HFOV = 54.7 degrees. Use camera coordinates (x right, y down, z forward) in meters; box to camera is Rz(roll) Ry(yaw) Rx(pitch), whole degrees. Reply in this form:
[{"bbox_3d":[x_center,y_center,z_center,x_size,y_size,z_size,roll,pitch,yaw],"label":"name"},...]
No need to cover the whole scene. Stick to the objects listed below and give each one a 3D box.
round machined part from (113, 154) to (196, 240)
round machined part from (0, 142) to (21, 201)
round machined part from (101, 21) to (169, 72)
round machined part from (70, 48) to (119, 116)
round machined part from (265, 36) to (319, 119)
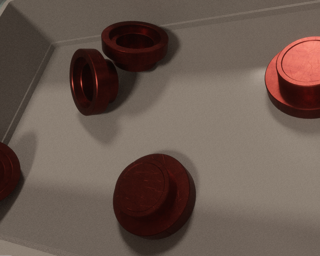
[{"bbox_3d":[-0.012,0.074,0.355,0.098,0.042,0.098,-13,56,20],"label":"round machined part"},{"bbox_3d":[-0.265,0.067,0.466,0.042,0.098,0.098,-20,44,61],"label":"round machined part"},{"bbox_3d":[-0.038,-0.121,0.469,0.099,0.042,0.098,3,44,-3],"label":"round machined part"},{"bbox_3d":[-0.097,-0.069,0.464,0.098,0.042,0.097,17,112,51],"label":"round machined part"},{"bbox_3d":[0.168,-0.062,0.345,0.098,0.042,0.098,-13,56,20],"label":"round machined part"}]
